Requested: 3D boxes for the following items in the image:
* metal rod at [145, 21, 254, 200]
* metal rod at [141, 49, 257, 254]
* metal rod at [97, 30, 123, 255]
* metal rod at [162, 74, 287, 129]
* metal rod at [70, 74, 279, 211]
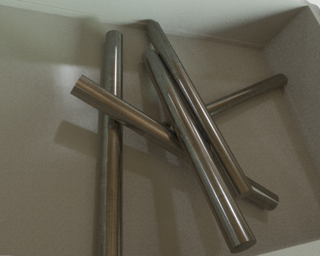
[{"bbox_3d":[0.041,-0.043,0.423,0.025,0.025,0.299,-5,55,-30],"label":"metal rod"},{"bbox_3d":[0.029,-0.002,0.368,0.025,0.025,0.300,2,44,-27],"label":"metal rod"},{"bbox_3d":[-0.058,-0.003,0.376,0.025,0.025,0.299,10,57,-23],"label":"metal rod"},{"bbox_3d":[0.114,-0.042,0.492,0.302,0.025,0.025,-23,75,-36],"label":"metal rod"},{"bbox_3d":[0.030,0.027,0.384,0.301,0.025,0.025,32,51,-16],"label":"metal rod"}]
